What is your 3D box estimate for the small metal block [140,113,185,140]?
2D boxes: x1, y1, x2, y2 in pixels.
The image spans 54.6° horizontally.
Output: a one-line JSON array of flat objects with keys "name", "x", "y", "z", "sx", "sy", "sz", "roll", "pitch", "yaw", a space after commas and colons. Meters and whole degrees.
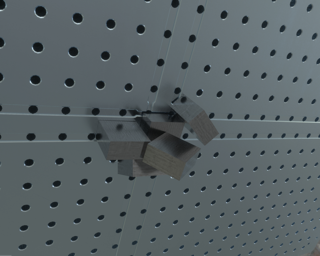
[{"name": "small metal block", "x": 0.000, "y": 0.008, "z": 0.415, "sx": 0.050, "sy": 0.025, "sz": 0.050, "roll": 1, "pitch": 118, "yaw": -30}]

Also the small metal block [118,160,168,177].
[{"name": "small metal block", "x": -0.023, "y": 0.049, "z": 0.409, "sx": 0.050, "sy": 0.050, "sz": 0.025, "roll": 1, "pitch": 86, "yaw": -29}]

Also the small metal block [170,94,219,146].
[{"name": "small metal block", "x": 0.046, "y": -0.011, "z": 0.412, "sx": 0.025, "sy": 0.050, "sz": 0.050, "roll": -41, "pitch": 130, "yaw": -1}]

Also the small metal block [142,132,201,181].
[{"name": "small metal block", "x": 0.015, "y": 0.033, "z": 0.377, "sx": 0.050, "sy": 0.050, "sz": 0.025, "roll": -31, "pitch": 142, "yaw": -59}]

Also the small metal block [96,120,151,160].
[{"name": "small metal block", "x": -0.046, "y": 0.014, "z": 0.378, "sx": 0.050, "sy": 0.050, "sz": 0.025, "roll": 2, "pitch": 118, "yaw": -29}]
